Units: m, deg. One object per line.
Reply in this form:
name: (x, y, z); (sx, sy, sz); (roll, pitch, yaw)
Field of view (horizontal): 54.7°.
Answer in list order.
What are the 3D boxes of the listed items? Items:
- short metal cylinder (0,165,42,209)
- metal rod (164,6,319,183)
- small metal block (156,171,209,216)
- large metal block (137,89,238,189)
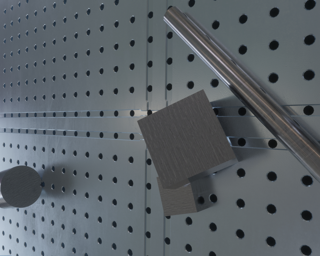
short metal cylinder: (-0.281, 0.117, 0.605); (0.050, 0.081, 0.080); (-17, 80, 39)
metal rod: (0.096, -0.037, 0.330); (0.025, 0.025, 0.300); (-52, 60, 27)
small metal block: (0.027, 0.080, 0.387); (0.050, 0.025, 0.050); (-20, 77, 38)
large metal block: (0.032, 0.016, 0.347); (0.080, 0.050, 0.080); (-25, 72, 10)
